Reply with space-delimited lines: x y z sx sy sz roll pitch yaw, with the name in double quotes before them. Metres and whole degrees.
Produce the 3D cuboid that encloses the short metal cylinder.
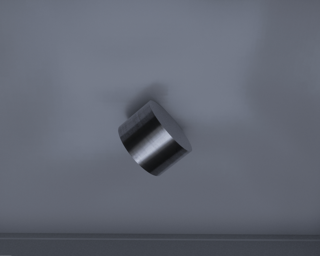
"short metal cylinder" -0.005 0.012 0.384 0.050 0.080 0.080 -40 106 13
